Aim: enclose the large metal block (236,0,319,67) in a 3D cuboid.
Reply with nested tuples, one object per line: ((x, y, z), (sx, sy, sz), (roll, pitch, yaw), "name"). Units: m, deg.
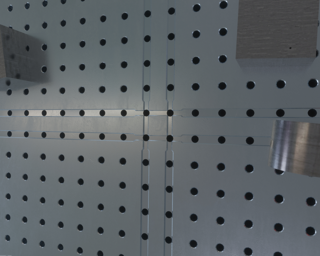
((0.132, -0.114, 0.352), (0.080, 0.050, 0.079), (3, 91, 20), "large metal block")

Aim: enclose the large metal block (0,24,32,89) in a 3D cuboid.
((-0.259, -0.108, 0.491), (0.080, 0.050, 0.080), (-9, 87, 19), "large metal block")

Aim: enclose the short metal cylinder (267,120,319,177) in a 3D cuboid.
((0.159, 0.020, 0.327), (0.080, 0.080, 0.050), (7, 93, 20), "short metal cylinder")
